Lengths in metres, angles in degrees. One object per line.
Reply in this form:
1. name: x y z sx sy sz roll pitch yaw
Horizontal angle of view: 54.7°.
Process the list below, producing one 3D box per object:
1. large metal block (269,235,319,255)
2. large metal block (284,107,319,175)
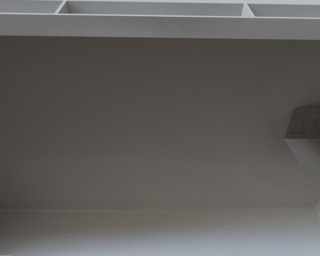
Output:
1. large metal block: 0.274 0.257 0.617 0.081 0.050 0.079 2 130 -2
2. large metal block: 0.216 0.018 0.387 0.080 0.050 0.080 -3 139 46
